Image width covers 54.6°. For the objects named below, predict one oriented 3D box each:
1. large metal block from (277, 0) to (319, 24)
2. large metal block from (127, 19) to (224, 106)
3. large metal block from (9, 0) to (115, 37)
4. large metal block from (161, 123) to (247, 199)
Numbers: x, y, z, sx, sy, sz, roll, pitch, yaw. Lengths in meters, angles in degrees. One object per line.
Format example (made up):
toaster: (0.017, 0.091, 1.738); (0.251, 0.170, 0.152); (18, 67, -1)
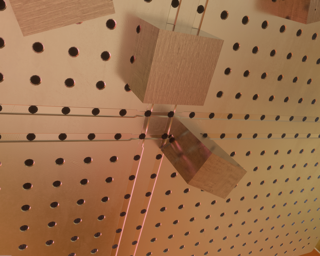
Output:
large metal block: (0.203, -0.184, 0.391); (0.081, 0.050, 0.080); (-18, 126, -18)
large metal block: (0.016, -0.074, 0.357); (0.081, 0.050, 0.079); (0, 118, -29)
large metal block: (-0.092, -0.133, 0.262); (0.081, 0.050, 0.080); (-21, 127, -16)
large metal block: (0.060, 0.046, 0.436); (0.080, 0.080, 0.050); (28, 103, -38)
